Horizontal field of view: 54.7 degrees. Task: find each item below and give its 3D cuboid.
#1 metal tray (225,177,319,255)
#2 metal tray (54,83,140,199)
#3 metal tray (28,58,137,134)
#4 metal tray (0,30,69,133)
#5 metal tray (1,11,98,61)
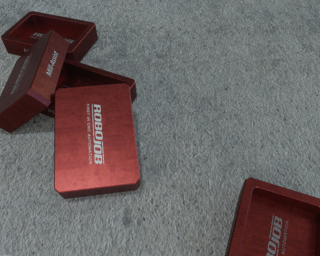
[{"bbox_3d":[0.113,0.120,0.299,0.090,0.030,0.130,16,52,13],"label":"metal tray"},{"bbox_3d":[-0.075,0.012,0.367,0.091,0.030,0.130,-6,65,-7],"label":"metal tray"},{"bbox_3d":[-0.111,-0.048,0.438,0.130,0.030,0.090,19,52,15],"label":"metal tray"},{"bbox_3d":[-0.174,-0.066,0.421,0.090,0.030,0.130,-27,43,28],"label":"metal tray"},{"bbox_3d":[-0.185,-0.154,0.527,0.131,0.030,0.090,14,51,11],"label":"metal tray"}]
